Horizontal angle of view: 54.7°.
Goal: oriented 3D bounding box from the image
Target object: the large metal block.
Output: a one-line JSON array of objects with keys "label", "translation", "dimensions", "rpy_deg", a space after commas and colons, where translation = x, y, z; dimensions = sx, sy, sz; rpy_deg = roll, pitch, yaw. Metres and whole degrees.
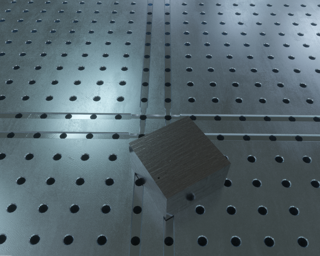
[{"label": "large metal block", "translation": [0.020, 0.043, 0.356], "dimensions": [0.081, 0.050, 0.080], "rpy_deg": [-25, 55, -20]}]
